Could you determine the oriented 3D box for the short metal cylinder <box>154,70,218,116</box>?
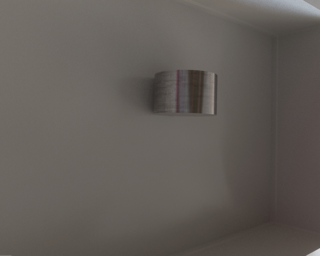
[{"bbox_3d":[0.033,-0.042,0.397,0.081,0.080,0.050,2,89,-40],"label":"short metal cylinder"}]
